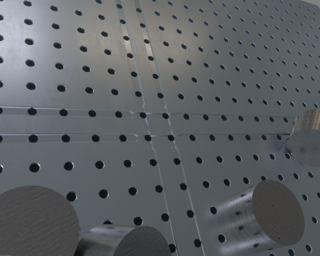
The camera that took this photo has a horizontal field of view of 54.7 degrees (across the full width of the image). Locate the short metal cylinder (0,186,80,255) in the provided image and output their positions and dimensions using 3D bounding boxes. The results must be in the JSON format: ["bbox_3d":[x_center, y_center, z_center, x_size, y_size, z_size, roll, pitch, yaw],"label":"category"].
[{"bbox_3d":[-0.116,0.097,0.270,0.081,0.050,0.080,14,56,-21],"label":"short metal cylinder"}]

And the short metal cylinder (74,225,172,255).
[{"bbox_3d":[-0.033,0.128,0.275,0.080,0.050,0.080,17,67,-48],"label":"short metal cylinder"}]

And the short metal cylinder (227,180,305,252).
[{"bbox_3d":[0.134,0.112,0.395,0.081,0.050,0.080,14,56,-21],"label":"short metal cylinder"}]

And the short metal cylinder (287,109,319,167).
[{"bbox_3d":[0.252,0.017,0.498,0.080,0.080,0.050,38,51,-3],"label":"short metal cylinder"}]
